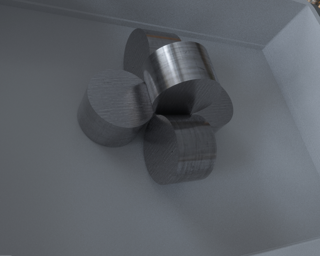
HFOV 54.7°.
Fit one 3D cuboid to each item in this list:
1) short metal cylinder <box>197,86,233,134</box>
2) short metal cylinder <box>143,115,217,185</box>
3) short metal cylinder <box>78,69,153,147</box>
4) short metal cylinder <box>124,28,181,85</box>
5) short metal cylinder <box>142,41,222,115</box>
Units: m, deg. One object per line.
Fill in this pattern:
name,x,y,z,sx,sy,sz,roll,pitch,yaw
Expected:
short metal cylinder,0.054,-0.026,0.431,0.081,0.050,0.080,14,56,-21
short metal cylinder,0.021,0.024,0.364,0.050,0.080,0.080,-2,63,-30
short metal cylinder,-0.053,-0.024,0.373,0.081,0.050,0.080,14,56,-21
short metal cylinder,-0.010,-0.090,0.417,0.050,0.080,0.080,-2,63,-30
short metal cylinder,0.024,-0.053,0.357,0.081,0.080,0.050,-1,62,-29
